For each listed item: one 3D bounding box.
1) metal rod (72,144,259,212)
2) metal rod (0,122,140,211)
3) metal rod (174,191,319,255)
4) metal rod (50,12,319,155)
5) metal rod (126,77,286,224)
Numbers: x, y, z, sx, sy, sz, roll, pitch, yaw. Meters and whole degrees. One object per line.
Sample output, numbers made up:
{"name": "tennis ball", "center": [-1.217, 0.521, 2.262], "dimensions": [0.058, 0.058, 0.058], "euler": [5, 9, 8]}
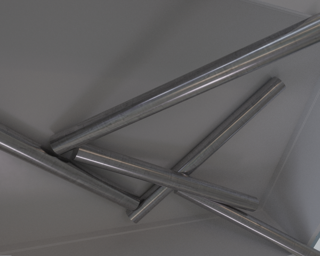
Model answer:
{"name": "metal rod", "center": [0.025, 0.075, 0.438], "dimensions": [0.302, 0.025, 0.025], "euler": [21, 107, -26]}
{"name": "metal rod", "center": [-0.131, 0.037, 0.359], "dimensions": [0.025, 0.025, 0.301], "euler": [-48, 129, 5]}
{"name": "metal rod", "center": [0.158, 0.162, 0.508], "dimensions": [0.301, 0.025, 0.025], "euler": [29, 104, -10]}
{"name": "metal rod", "center": [0.015, -0.037, 0.319], "dimensions": [0.300, 0.025, 0.025], "euler": [-23, 131, 15]}
{"name": "metal rod", "center": [0.068, 0.033, 0.465], "dimensions": [0.300, 0.025, 0.025], "euler": [-42, 129, 1]}
